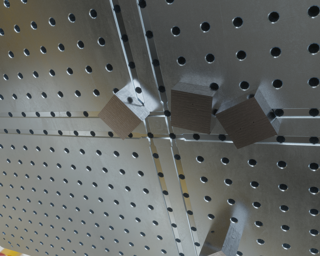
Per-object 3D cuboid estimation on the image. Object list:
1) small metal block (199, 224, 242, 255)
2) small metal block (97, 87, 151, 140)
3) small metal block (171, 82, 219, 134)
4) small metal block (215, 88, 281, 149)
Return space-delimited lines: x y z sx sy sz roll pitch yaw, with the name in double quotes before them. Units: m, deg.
"small metal block" 0.088 0.177 0.458 0.025 0.050 0.050 46 129 -4
"small metal block" -0.050 -0.019 0.426 0.050 0.025 0.050 45 129 -3
"small metal block" 0.041 -0.025 0.375 0.050 0.025 0.050 13 124 21
"small metal block" 0.100 -0.010 0.353 0.050 0.025 0.050 -27 104 37
